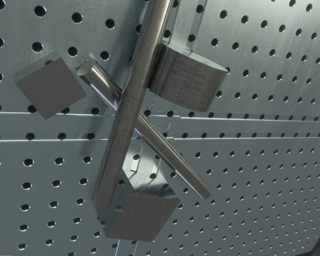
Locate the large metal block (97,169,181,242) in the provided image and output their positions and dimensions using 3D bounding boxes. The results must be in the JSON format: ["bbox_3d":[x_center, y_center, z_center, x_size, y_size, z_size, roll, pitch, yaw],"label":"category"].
[{"bbox_3d":[-0.032,0.114,0.448,0.080,0.050,0.080,21,107,-36],"label":"large metal block"}]

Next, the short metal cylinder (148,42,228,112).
[{"bbox_3d":[0.030,-0.059,0.356,0.081,0.080,0.050,11,113,-33],"label":"short metal cylinder"}]

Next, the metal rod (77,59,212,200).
[{"bbox_3d":[-0.001,0.022,0.423,0.025,0.025,0.300,-42,130,0],"label":"metal rod"}]

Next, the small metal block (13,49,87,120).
[{"bbox_3d":[-0.113,-0.045,0.322,0.050,0.025,0.050,-32,129,-7],"label":"small metal block"}]

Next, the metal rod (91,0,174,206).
[{"bbox_3d":[-0.024,-0.052,0.338,0.025,0.025,0.298,10,105,-33],"label":"metal rod"}]
